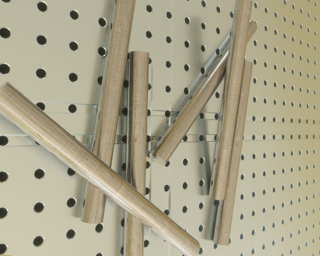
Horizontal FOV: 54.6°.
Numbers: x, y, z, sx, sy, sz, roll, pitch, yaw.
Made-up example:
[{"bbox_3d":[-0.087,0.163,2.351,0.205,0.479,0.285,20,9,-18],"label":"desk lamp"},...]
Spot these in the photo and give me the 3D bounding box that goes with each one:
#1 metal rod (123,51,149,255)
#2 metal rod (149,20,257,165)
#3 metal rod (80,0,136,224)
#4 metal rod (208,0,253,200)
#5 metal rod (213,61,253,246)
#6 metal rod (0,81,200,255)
[{"bbox_3d":[-0.030,0.056,0.383,0.025,0.025,0.298,2,89,-40],"label":"metal rod"},{"bbox_3d":[0.077,-0.068,0.471,0.025,0.025,0.301,51,60,-28],"label":"metal rod"},{"bbox_3d":[-0.056,-0.044,0.360,0.025,0.025,0.299,13,82,-39],"label":"metal rod"},{"bbox_3d":[0.106,-0.040,0.471,0.025,0.025,0.298,4,96,-40],"label":"metal rod"},{"bbox_3d":[0.121,0.036,0.508,0.025,0.025,0.299,16,80,-39],"label":"metal rod"},{"bbox_3d":[-0.047,0.065,0.334,0.300,0.025,0.025,47,62,-30],"label":"metal rod"}]
